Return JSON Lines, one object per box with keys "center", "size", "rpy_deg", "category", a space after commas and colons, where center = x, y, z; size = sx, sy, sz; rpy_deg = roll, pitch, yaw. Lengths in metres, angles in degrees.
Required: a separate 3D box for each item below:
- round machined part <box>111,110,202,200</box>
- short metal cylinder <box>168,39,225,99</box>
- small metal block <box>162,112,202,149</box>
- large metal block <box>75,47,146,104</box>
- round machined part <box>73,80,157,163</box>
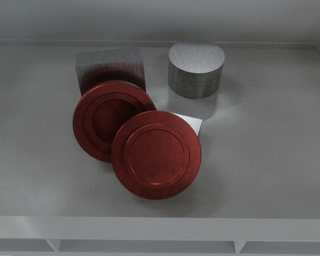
{"center": [-0.004, 0.030, 0.336], "size": [0.099, 0.042, 0.097], "rpy_deg": [0, 89, -2], "category": "round machined part"}
{"center": [0.053, -0.089, 0.465], "size": [0.081, 0.050, 0.080], "rpy_deg": [0, 50, 0], "category": "short metal cylinder"}
{"center": [0.023, 0.010, 0.397], "size": [0.050, 0.025, 0.050], "rpy_deg": [14, 51, 10], "category": "small metal block"}
{"center": [-0.062, -0.057, 0.409], "size": [0.081, 0.079, 0.050], "rpy_deg": [-8, 32, -7], "category": "large metal block"}
{"center": [-0.053, -0.010, 0.376], "size": [0.099, 0.097, 0.042], "rpy_deg": [-8, 19, -7], "category": "round machined part"}
